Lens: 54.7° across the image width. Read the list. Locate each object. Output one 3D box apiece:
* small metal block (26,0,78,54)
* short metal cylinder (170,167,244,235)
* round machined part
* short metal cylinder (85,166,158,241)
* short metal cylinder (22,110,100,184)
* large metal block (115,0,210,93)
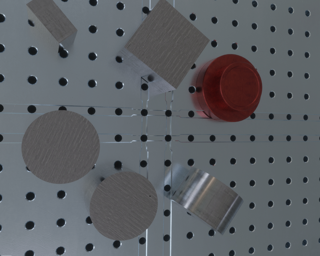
[{"bbox_3d":[-0.123,-0.118,0.354,0.025,0.050,0.050,-43,104,-15],"label":"small metal block"},{"bbox_3d":[0.061,0.095,0.406,0.080,0.080,0.050,39,78,-16],"label":"short metal cylinder"},{"bbox_3d":[0.105,-0.057,0.442,0.099,0.042,0.097,0,90,-20],"label":"round machined part"},{"bbox_3d":[-0.049,0.090,0.381,0.081,0.050,0.080,0,90,-20],"label":"short metal cylinder"},{"bbox_3d":[-0.114,0.020,0.357,0.081,0.050,0.080,0,90,-20],"label":"short metal cylinder"},{"bbox_3d":[0.003,-0.103,0.400,0.080,0.050,0.080,37,78,-16],"label":"large metal block"}]
